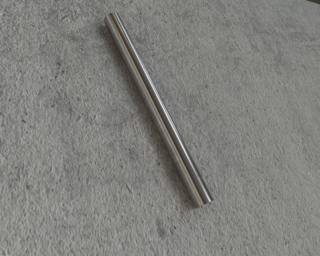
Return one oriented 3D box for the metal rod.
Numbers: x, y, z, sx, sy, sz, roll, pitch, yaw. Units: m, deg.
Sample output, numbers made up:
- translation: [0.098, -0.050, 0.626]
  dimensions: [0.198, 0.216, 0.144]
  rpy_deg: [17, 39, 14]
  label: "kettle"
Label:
- translation: [-0.009, -0.036, 0.419]
  dimensions: [0.025, 0.025, 0.299]
  rpy_deg: [-14, 69, -34]
  label: "metal rod"
